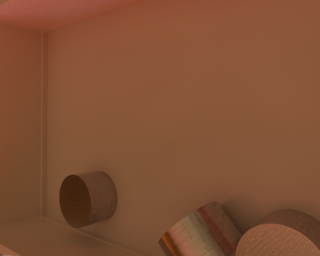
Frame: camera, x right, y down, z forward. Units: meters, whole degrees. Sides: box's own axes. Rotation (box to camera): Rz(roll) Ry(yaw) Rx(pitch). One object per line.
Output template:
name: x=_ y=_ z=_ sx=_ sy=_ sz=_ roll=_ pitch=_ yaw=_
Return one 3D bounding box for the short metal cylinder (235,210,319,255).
short metal cylinder: x=0.118 y=0.123 z=0.289 sx=0.080 sy=0.050 sz=0.079 roll=1 pitch=91 yaw=36

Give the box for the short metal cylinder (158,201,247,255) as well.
short metal cylinder: x=0.046 y=0.123 z=0.333 sx=0.080 sy=0.081 sz=0.050 roll=-52 pitch=60 yaw=28

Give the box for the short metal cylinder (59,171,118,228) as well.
short metal cylinder: x=-0.112 y=0.110 z=0.484 sx=0.080 sy=0.050 sz=0.080 roll=0 pitch=90 yaw=40
